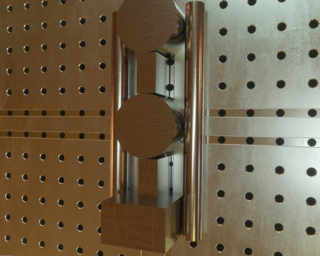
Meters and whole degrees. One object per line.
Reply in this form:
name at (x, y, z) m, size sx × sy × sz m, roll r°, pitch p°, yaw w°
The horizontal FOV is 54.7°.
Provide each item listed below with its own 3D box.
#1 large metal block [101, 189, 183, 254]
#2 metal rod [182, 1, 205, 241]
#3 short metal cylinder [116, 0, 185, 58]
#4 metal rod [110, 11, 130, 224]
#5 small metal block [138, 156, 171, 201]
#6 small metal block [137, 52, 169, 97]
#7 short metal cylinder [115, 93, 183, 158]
large metal block at (-0.018, 0.112, 0.390) m, size 0.080 × 0.080 × 0.050 m, roll 1°, pitch 91°, yaw 20°
metal rod at (0.043, -0.008, 0.396) m, size 0.025 × 0.025 × 0.298 m, roll 1°, pitch 90°, yaw 20°
short metal cylinder at (-0.009, -0.132, 0.402) m, size 0.080 × 0.050 × 0.080 m, roll 0°, pitch 90°, yaw 20°
metal rod at (-0.056, -0.009, 0.431) m, size 0.025 × 0.025 × 0.298 m, roll 1°, pitch 90°, yaw 20°
small metal block at (-0.006, 0.063, 0.400) m, size 0.025 × 0.050 × 0.050 m, roll 0°, pitch 90°, yaw 20°
small metal block at (-0.008, -0.068, 0.401) m, size 0.025 × 0.050 × 0.050 m, roll 1°, pitch 90°, yaw 20°
short metal cylinder at (-0.011, -0.003, 0.403) m, size 0.080 × 0.050 × 0.080 m, roll 0°, pitch 90°, yaw 20°
